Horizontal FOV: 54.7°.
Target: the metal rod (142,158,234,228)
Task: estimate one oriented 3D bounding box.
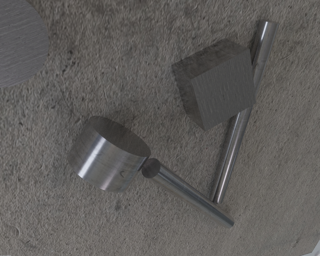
[{"bbox_3d":[0.059,0.112,0.474,0.025,0.025,0.300,-44,140,2],"label":"metal rod"}]

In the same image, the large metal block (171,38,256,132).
[{"bbox_3d":[0.070,-0.055,0.395,0.080,0.050,0.080,-29,128,-10],"label":"large metal block"}]

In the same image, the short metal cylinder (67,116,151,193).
[{"bbox_3d":[-0.058,0.029,0.358,0.080,0.080,0.050,24,105,-37],"label":"short metal cylinder"}]

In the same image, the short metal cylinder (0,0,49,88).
[{"bbox_3d":[-0.141,-0.081,0.264,0.081,0.050,0.079,-14,124,-21],"label":"short metal cylinder"}]

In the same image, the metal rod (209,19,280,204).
[{"bbox_3d":[0.119,-0.007,0.467,0.025,0.025,0.298,-5,121,-26],"label":"metal rod"}]
